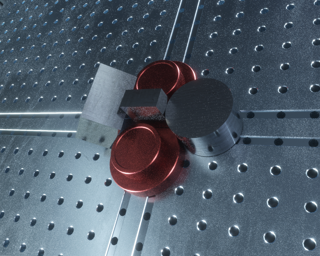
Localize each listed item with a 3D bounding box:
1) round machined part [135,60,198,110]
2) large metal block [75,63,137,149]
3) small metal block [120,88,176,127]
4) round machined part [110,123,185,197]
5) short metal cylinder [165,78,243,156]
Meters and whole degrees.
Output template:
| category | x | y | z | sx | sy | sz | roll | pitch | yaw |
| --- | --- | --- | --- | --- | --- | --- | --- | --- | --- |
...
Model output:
| category | x | y | z | sx | sy | sz | roll | pitch | yaw |
| --- | --- | --- | --- | --- | --- | --- | --- | --- | --- |
| round machined part | 0.003 | -0.056 | 0.430 | 0.098 | 0.042 | 0.098 | -13 | 56 | 21 |
| large metal block | -0.075 | -0.027 | 0.422 | 0.050 | 0.080 | 0.080 | 20 | 65 | -12 |
| small metal block | -0.013 | -0.024 | 0.385 | 0.050 | 0.050 | 0.025 | 1 | 63 | 29 |
| round machined part | -0.022 | 0.033 | 0.389 | 0.098 | 0.042 | 0.098 | -13 | 56 | 21 |
| short metal cylinder | 0.053 | -0.012 | 0.371 | 0.080 | 0.050 | 0.080 | -13 | 56 | 21 |
